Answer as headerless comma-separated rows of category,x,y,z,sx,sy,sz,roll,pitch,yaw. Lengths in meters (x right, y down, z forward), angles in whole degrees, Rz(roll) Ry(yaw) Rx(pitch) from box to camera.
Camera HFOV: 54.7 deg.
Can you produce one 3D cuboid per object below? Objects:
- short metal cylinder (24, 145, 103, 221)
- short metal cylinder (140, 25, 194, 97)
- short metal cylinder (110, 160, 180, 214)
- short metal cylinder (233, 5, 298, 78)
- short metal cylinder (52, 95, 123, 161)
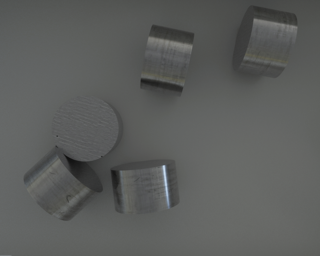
short metal cylinder,-0.117,0.066,0.382,0.050,0.080,0.080,-43,91,0
short metal cylinder,0.009,-0.083,0.384,0.050,0.080,0.080,12,90,0
short metal cylinder,-0.018,0.070,0.384,0.081,0.080,0.050,-7,90,0
short metal cylinder,0.127,-0.106,0.386,0.050,0.080,0.080,11,90,0
short metal cylinder,-0.090,0.000,0.398,0.081,0.050,0.079,0,90,-1
